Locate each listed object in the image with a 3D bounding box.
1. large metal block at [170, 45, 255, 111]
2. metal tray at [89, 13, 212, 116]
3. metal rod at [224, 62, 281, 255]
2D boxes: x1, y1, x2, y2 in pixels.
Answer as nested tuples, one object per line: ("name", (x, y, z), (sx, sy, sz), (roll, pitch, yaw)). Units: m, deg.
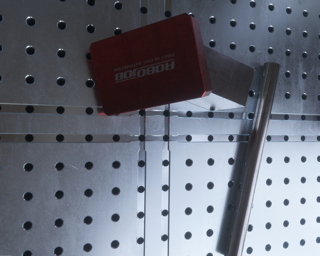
("large metal block", (0.061, -0.062, 0.407), (0.081, 0.080, 0.050), (19, 82, -20))
("metal tray", (-0.013, -0.069, 0.362), (0.130, 0.030, 0.089), (-10, 95, 24))
("metal rod", (0.140, 0.048, 0.466), (0.025, 0.025, 0.298), (15, 85, -20))
